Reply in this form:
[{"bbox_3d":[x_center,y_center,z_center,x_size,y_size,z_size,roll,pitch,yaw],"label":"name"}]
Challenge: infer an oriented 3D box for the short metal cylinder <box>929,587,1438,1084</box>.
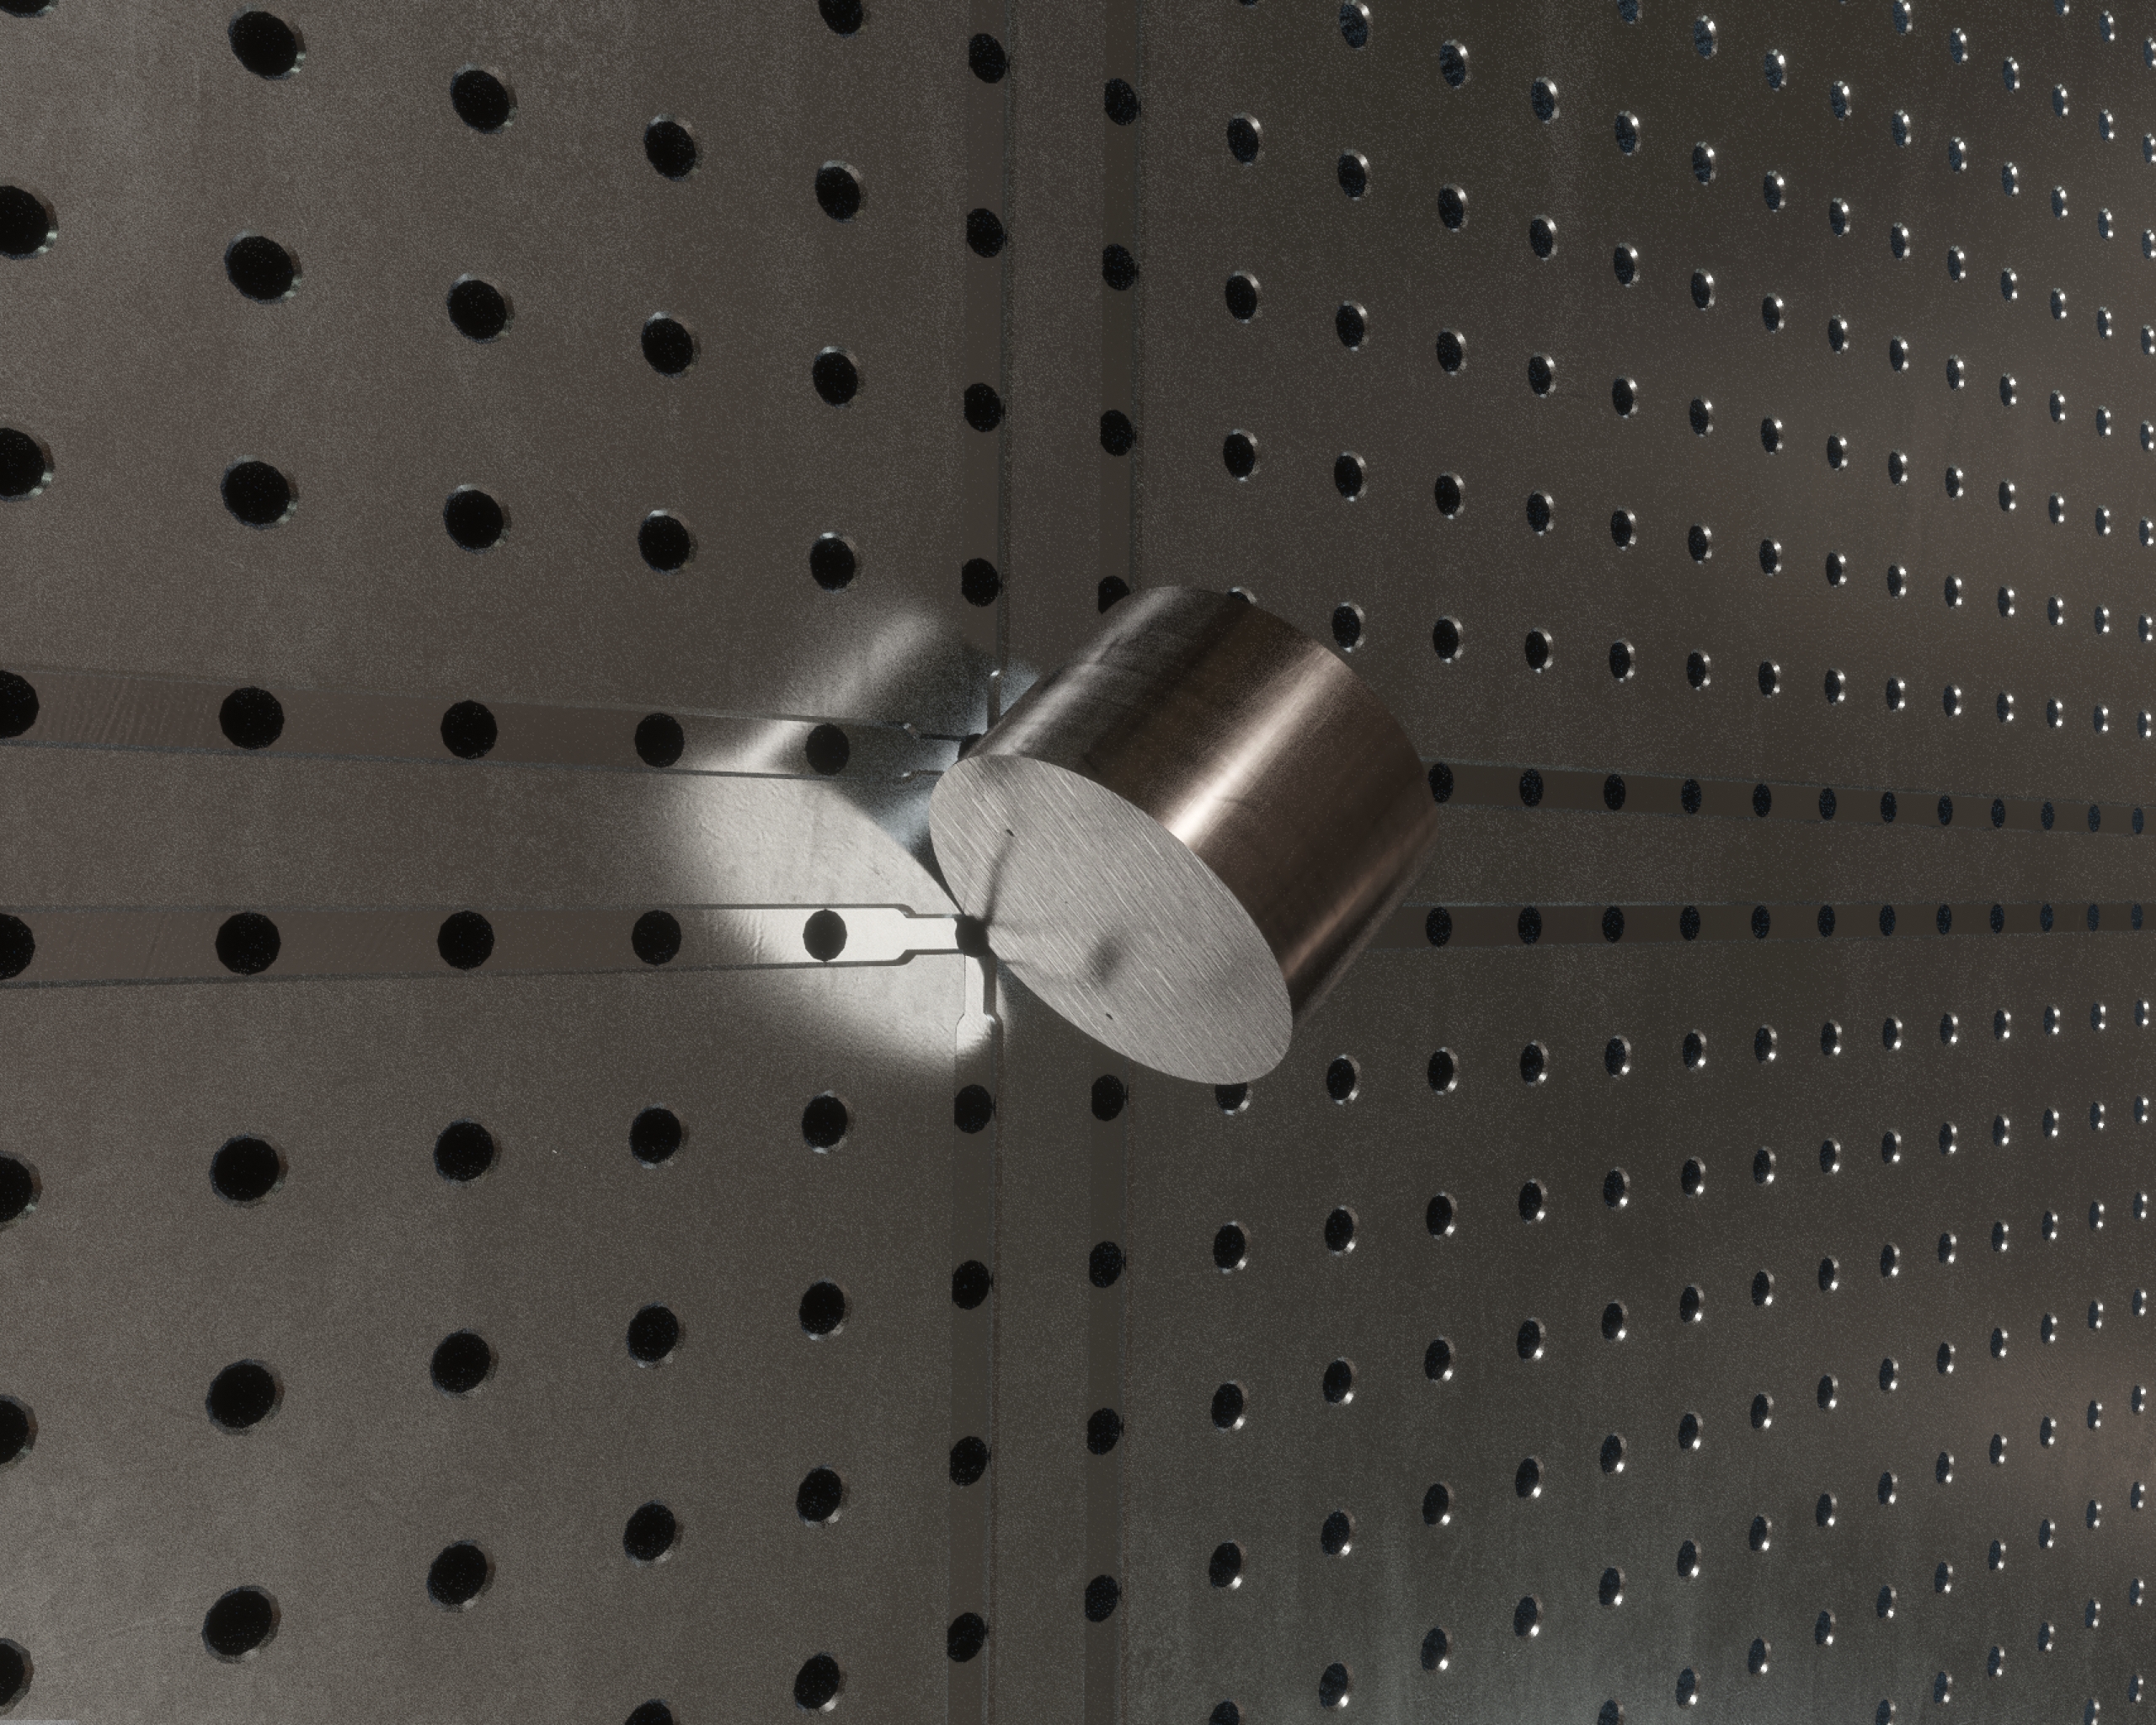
[{"bbox_3d":[0.019,-0.005,0.391,0.050,0.080,0.080,-48,119,-29],"label":"short metal cylinder"}]
